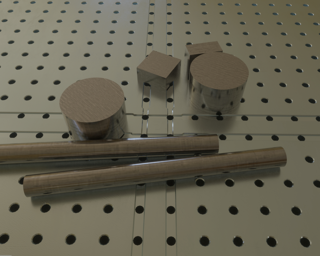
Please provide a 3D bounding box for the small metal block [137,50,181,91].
[{"bbox_3d":[-0.001,-0.091,0.484,0.050,0.025,0.050,23,54,18],"label":"small metal block"}]

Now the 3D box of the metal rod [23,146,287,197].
[{"bbox_3d":[-0.001,0.050,0.364,0.302,0.025,0.025,-6,50,-5],"label":"metal rod"}]

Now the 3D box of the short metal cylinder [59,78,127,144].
[{"bbox_3d":[-0.085,-0.021,0.409,0.081,0.050,0.080,0,50,0],"label":"short metal cylinder"}]

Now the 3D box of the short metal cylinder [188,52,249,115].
[{"bbox_3d":[0.082,-0.065,0.446,0.081,0.050,0.080,0,50,0],"label":"short metal cylinder"}]

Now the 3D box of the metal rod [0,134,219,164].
[{"bbox_3d":[-0.079,0.027,0.384,0.302,0.025,0.025,-3,50,-3],"label":"metal rod"}]

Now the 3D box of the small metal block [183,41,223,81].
[{"bbox_3d":[0.065,-0.103,0.478,0.050,0.050,0.025,-10,51,-8],"label":"small metal block"}]
